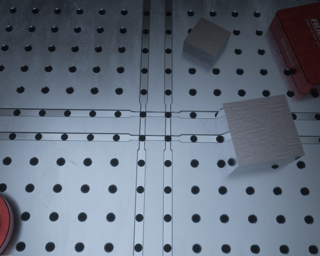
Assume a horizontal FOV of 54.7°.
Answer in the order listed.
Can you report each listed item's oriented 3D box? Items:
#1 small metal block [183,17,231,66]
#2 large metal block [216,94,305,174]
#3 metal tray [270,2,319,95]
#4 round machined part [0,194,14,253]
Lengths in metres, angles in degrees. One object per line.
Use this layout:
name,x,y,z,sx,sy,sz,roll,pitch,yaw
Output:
small metal block,0.069,-0.128,0.460,0.050,0.025,0.050,32,73,10
large metal block,0.124,0.009,0.397,0.081,0.050,0.080,-9,70,-4
metal tray,0.230,-0.120,0.456,0.091,0.030,0.130,-13,71,-5
round machined part,-0.223,0.111,0.349,0.099,0.042,0.098,5,66,-11
